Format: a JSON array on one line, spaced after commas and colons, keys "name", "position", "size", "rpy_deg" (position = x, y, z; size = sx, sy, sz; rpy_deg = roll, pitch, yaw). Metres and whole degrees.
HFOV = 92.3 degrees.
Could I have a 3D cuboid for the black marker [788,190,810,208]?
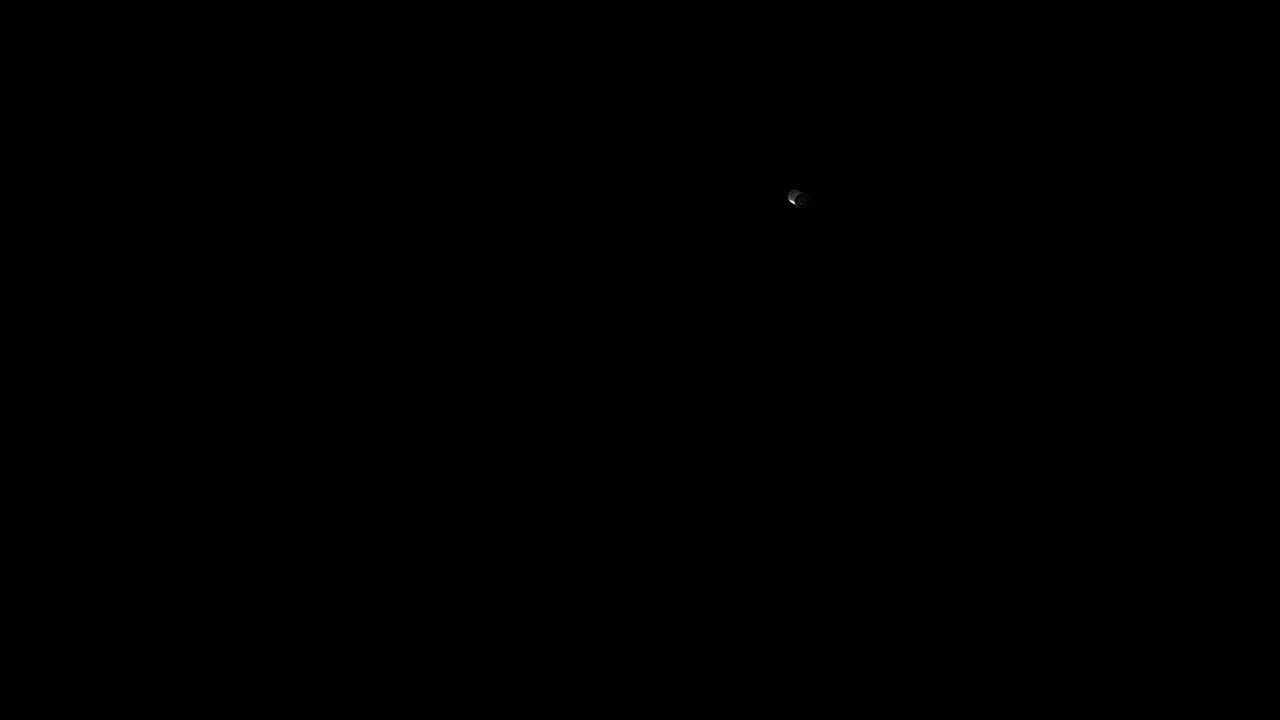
[{"name": "black marker", "position": [0.217, -0.221, 0.841], "size": [0.020, 0.020, 0.121], "rpy_deg": [0, 17, 9]}]
